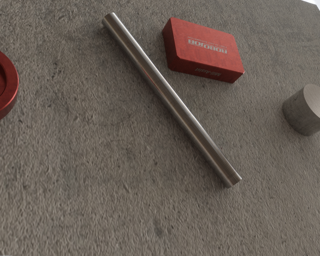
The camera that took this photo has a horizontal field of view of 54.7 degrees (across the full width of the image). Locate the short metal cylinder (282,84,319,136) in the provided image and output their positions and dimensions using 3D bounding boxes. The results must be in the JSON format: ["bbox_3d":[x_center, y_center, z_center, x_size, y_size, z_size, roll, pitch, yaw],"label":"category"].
[{"bbox_3d":[0.270,-0.032,0.556,0.081,0.050,0.080,14,56,-21],"label":"short metal cylinder"}]

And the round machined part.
[{"bbox_3d":[-0.198,-0.040,0.311,0.099,0.042,0.098,14,56,-21],"label":"round machined part"}]

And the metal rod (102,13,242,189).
[{"bbox_3d":[0.012,-0.045,0.438,0.025,0.025,0.299,-29,78,-38],"label":"metal rod"}]

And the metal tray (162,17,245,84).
[{"bbox_3d":[0.073,-0.129,0.521,0.131,0.030,0.090,7,59,-25],"label":"metal tray"}]
